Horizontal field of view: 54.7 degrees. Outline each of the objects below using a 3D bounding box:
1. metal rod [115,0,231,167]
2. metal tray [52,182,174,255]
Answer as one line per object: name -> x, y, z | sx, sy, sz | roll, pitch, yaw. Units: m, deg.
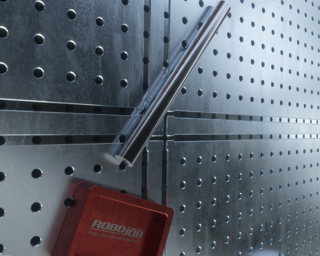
metal rod -> 0.029, -0.077, 0.435 | 0.025, 0.025, 0.300 | 47, 62, -30
metal tray -> -0.048, 0.124, 0.367 | 0.131, 0.030, 0.090 | 27, 73, -37
